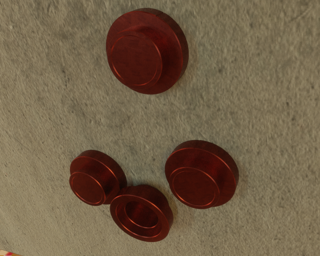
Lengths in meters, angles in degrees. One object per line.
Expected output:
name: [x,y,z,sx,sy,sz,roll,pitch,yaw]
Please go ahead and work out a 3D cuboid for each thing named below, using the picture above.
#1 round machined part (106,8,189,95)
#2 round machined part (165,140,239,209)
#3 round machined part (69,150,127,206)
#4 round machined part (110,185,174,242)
round machined part: [-0.020,-0.083,0.354,0.098,0.042,0.097,13,124,20]
round machined part: [0.051,0.068,0.410,0.098,0.042,0.097,13,124,20]
round machined part: [-0.107,0.088,0.504,0.098,0.042,0.097,13,124,20]
round machined part: [-0.025,0.128,0.484,0.098,0.042,0.097,12,125,18]
